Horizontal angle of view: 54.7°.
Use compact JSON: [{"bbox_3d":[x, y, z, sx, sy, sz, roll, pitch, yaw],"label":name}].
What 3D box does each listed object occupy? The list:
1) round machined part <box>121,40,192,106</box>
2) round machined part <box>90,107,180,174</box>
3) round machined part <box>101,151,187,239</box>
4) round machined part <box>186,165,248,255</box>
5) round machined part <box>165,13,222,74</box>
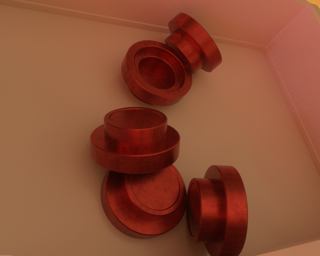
[{"bbox_3d":[-0.008,-0.072,0.434,0.099,0.042,0.098,14,56,-21],"label":"round machined part"},{"bbox_3d":[-0.027,0.007,0.342,0.099,0.042,0.098,2,23,-1],"label":"round machined part"},{"bbox_3d":[-0.012,0.069,0.346,0.099,0.042,0.098,13,56,-21],"label":"round machined part"},{"bbox_3d":[0.056,0.089,0.337,0.042,0.097,0.098,4,59,-7],"label":"round machined part"},{"bbox_3d":[0.044,-0.121,0.469,0.042,0.098,0.098,-42,85,0],"label":"round machined part"}]
